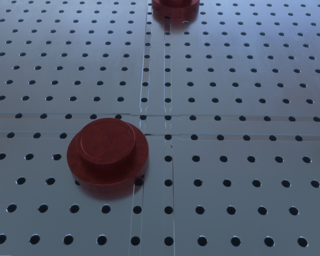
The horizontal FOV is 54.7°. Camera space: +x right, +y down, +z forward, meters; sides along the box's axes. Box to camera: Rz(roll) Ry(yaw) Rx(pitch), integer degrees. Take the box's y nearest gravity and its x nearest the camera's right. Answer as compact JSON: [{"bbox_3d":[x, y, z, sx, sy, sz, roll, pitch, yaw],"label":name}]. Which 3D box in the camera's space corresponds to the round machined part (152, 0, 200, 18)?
[{"bbox_3d":[0.032,-0.266,0.621,0.099,0.042,0.098,0,50,0],"label":"round machined part"}]

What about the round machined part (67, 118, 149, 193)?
[{"bbox_3d":[-0.063,0.026,0.374,0.099,0.042,0.098,0,50,0],"label":"round machined part"}]
